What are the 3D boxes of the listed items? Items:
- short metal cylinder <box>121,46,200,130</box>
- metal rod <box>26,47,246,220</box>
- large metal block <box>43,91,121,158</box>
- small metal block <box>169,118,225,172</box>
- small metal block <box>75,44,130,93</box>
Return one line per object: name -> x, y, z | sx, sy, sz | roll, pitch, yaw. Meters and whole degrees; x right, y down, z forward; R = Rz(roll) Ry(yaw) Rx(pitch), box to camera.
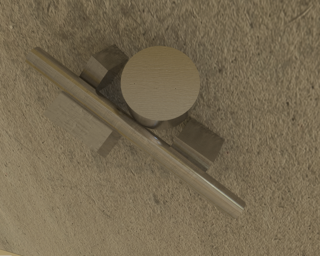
short metal cylinder -> 0.000, -0.041, 0.338 | 0.080, 0.080, 0.050 | 34, 170, 5
metal rod -> -0.030, 0.004, 0.361 | 0.300, 0.025, 0.025 | 37, 129, 3
large metal block -> -0.096, -0.006, 0.414 | 0.080, 0.050, 0.080 | 35, 169, 4
small metal block -> 0.045, 0.021, 0.377 | 0.050, 0.050, 0.025 | 35, 129, 4
small metal block -> -0.071, -0.072, 0.384 | 0.025, 0.050, 0.050 | 44, 129, -2
